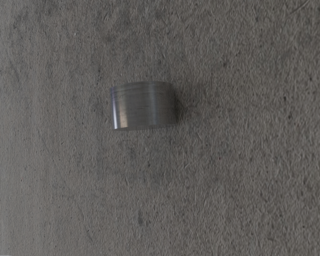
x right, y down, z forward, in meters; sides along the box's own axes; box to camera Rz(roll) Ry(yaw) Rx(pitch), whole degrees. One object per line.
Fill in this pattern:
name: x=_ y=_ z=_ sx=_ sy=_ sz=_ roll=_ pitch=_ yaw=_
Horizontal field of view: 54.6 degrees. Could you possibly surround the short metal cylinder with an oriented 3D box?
short metal cylinder: x=-0.021 y=-0.025 z=0.388 sx=0.080 sy=0.081 sz=0.050 roll=-8 pitch=85 yaw=40
